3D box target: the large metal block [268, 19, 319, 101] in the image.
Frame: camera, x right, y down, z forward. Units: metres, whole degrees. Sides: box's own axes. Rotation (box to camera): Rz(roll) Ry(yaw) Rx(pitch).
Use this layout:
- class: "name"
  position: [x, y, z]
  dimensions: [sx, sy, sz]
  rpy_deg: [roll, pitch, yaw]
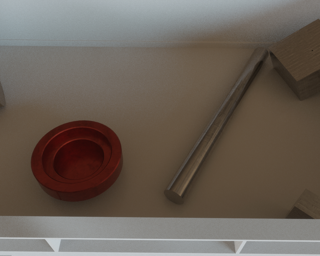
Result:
- class: "large metal block"
  position: [0.220, -0.100, 0.456]
  dimensions: [0.080, 0.050, 0.080]
  rpy_deg: [-29, 51, 11]

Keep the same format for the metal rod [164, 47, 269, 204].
- class: "metal rod"
  position: [0.091, -0.023, 0.425]
  dimensions: [0.025, 0.025, 0.301]
  rpy_deg: [24, 54, 19]

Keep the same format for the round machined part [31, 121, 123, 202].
- class: "round machined part"
  position: [-0.092, 0.041, 0.358]
  dimensions: [0.099, 0.042, 0.098]
  rpy_deg: [0, 50, 0]

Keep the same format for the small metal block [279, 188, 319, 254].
- class: "small metal block"
  position: [0.156, 0.096, 0.310]
  dimensions: [0.050, 0.050, 0.025]
  rpy_deg: [34, 58, 24]

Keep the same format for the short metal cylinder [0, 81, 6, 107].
- class: "short metal cylinder"
  position: [-0.250, -0.061, 0.417]
  dimensions: [0.050, 0.080, 0.080]
  rpy_deg: [-18, 53, -15]
